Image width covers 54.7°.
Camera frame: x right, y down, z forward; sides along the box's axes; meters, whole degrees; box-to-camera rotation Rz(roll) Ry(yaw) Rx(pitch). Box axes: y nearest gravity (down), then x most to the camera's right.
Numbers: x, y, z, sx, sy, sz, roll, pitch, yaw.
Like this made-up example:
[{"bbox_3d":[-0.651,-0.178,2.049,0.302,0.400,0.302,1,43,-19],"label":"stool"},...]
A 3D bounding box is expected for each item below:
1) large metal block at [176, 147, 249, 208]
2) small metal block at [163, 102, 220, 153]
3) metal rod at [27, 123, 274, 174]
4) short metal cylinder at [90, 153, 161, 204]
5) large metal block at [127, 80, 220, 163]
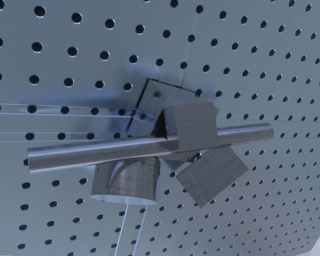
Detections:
[{"bbox_3d":[0.070,0.064,0.440,0.080,0.050,0.080,-38,173,-2],"label":"large metal block"},{"bbox_3d":[0.035,-0.001,0.345,0.050,0.025,0.050,-6,86,-25],"label":"small metal block"},{"bbox_3d":[0.011,0.018,0.359,0.303,0.025,0.025,-6,121,-26],"label":"metal rod"},{"bbox_3d":[-0.041,0.064,0.380,0.080,0.080,0.050,21,64,-36],"label":"short metal cylinder"},{"bbox_3d":[0.016,-0.007,0.395,0.081,0.050,0.079,11,113,-33],"label":"large metal block"}]
